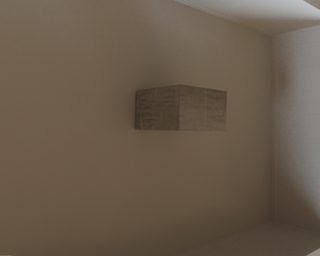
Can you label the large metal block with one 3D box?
[{"bbox_3d":[0.026,-0.022,0.388,0.081,0.080,0.050,1,90,-40],"label":"large metal block"}]
